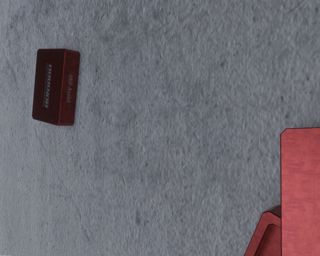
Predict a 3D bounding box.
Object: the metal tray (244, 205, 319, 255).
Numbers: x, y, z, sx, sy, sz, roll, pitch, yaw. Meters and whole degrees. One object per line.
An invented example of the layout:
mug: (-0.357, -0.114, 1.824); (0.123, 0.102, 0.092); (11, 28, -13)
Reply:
metal tray: (0.123, 0.154, 0.299); (0.090, 0.030, 0.129); (28, 107, 36)

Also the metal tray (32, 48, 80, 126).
metal tray: (-0.187, -0.074, 0.553); (0.090, 0.030, 0.129); (11, 97, 39)

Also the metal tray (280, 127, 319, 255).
metal tray: (0.149, 0.065, 0.252); (0.090, 0.030, 0.129); (-3, 76, 30)
